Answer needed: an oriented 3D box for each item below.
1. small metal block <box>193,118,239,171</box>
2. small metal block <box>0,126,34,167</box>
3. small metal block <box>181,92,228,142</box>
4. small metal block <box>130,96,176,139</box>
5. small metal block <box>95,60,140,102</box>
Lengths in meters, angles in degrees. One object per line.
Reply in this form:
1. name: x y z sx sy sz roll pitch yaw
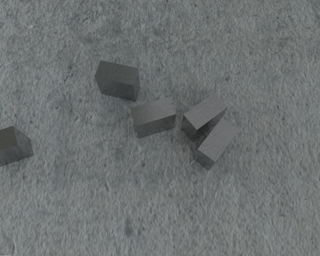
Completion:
1. small metal block: 0.069 0.022 0.388 0.025 0.050 0.050 37 74 12
2. small metal block: -0.193 0.025 0.383 0.050 0.050 0.025 -19 72 -7
3. small metal block: 0.056 -0.013 0.400 0.050 0.050 0.025 -36 74 -12
4. small metal block: -0.009 -0.012 0.399 0.050 0.050 0.025 -17 71 -6
5. small metal block: -0.055 -0.062 0.417 0.050 0.050 0.025 13 71 4
